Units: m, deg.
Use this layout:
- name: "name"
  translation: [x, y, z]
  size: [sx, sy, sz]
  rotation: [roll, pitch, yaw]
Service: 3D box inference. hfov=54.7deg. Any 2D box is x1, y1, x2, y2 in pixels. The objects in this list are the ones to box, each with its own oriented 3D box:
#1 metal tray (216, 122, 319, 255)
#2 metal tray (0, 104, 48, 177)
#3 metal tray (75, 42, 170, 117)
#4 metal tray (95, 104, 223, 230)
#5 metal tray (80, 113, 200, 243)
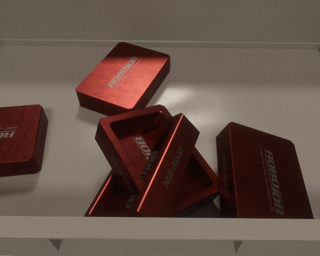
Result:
- name: "metal tray"
  translation: [0.110, 0.061, 0.332]
  size: [0.091, 0.030, 0.130]
  rotation: [17, 49, -14]
- name: "metal tray"
  translation: [-0.214, 0.017, 0.385]
  size: [0.131, 0.030, 0.090]
  rotation: [-5, 50, -5]
- name: "metal tray"
  translation: [-0.051, -0.072, 0.462]
  size: [0.090, 0.030, 0.130]
  rotation: [20, 52, 15]
- name: "metal tray"
  translation: [-0.003, 0.036, 0.344]
  size: [0.091, 0.030, 0.130]
  rotation: [-17, 59, -34]
- name: "metal tray"
  translation: [-0.018, 0.049, 0.318]
  size: [0.030, 0.090, 0.130]
  rotation: [46, 45, -21]
